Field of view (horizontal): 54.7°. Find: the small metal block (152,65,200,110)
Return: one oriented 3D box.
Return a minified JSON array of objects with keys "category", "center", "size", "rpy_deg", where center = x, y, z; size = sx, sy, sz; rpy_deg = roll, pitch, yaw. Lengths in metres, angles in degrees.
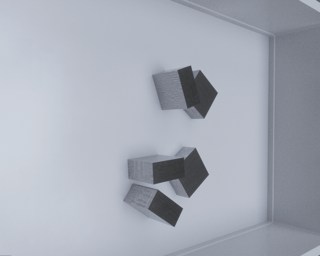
[{"category":"small metal block","center":[0.021,-0.052,0.410],"size":[0.025,0.050,0.050],"rpy_deg":[-26,107,-37]}]

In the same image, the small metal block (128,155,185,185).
[{"category":"small metal block","center":[-0.005,0.050,0.388],"size":[0.050,0.050,0.025],"rpy_deg":[-5,93,-40]}]

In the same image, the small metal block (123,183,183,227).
[{"category":"small metal block","center":[-0.009,0.096,0.385],"size":[0.050,0.050,0.025],"rpy_deg":[43,64,-32]}]

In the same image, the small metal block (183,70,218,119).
[{"category":"small metal block","center":[0.052,-0.048,0.453],"size":[0.050,0.025,0.050],"rpy_deg":[45,63,-31]}]

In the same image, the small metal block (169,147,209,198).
[{"category":"small metal block","center":[0.037,0.062,0.440],"size":[0.050,0.025,0.050],"rpy_deg":[-42,116,-32]}]
